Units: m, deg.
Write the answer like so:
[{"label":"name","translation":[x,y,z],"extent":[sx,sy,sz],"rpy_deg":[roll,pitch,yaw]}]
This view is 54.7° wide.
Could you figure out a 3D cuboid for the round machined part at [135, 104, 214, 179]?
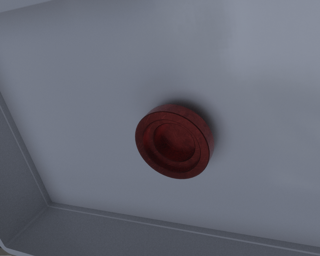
[{"label":"round machined part","translation":[0.021,0.014,0.394],"extent":[0.098,0.042,0.097],"rpy_deg":[13,124,20]}]
